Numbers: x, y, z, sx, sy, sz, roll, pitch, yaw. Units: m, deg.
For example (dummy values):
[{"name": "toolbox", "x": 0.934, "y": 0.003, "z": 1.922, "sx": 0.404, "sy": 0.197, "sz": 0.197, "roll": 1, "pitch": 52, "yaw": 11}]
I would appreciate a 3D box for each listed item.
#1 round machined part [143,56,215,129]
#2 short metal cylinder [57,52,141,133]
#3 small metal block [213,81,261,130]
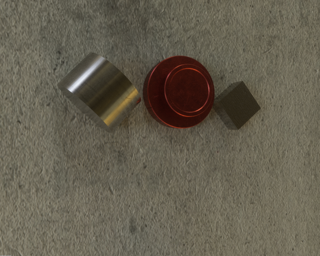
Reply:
[{"name": "round machined part", "x": 0.030, "y": -0.048, "z": 0.412, "sx": 0.099, "sy": 0.042, "sz": 0.097, "roll": 0, "pitch": 90, "yaw": -21}, {"name": "short metal cylinder", "x": -0.069, "y": -0.039, "z": 0.355, "sx": 0.080, "sy": 0.080, "sz": 0.050, "roll": 44, "pitch": 76, "yaw": -15}, {"name": "small metal block", "x": 0.110, "y": -0.032, "z": 0.451, "sx": 0.050, "sy": 0.025, "sz": 0.050, "roll": -41, "pitch": 103, "yaw": -16}]
